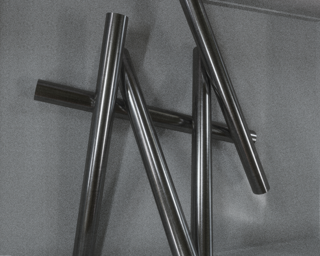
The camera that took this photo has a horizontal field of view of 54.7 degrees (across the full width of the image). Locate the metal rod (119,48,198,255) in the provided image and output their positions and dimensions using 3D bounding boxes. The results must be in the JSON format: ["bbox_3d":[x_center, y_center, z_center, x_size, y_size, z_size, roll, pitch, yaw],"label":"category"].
[{"bbox_3d":[-0.005,0.040,0.347,0.025,0.025,0.299,-13,71,-20],"label":"metal rod"}]

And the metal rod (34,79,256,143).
[{"bbox_3d":[-0.004,-0.014,0.408,0.302,0.025,0.025,12,86,-20],"label":"metal rod"}]

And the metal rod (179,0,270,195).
[{"bbox_3d":[0.087,-0.043,0.407,0.025,0.025,0.299,-29,106,-18],"label":"metal rod"}]

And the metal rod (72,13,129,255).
[{"bbox_3d":[-0.071,0.020,0.363,0.025,0.025,0.298,7,95,-20],"label":"metal rod"}]

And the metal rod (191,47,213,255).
[{"bbox_3d":[0.051,0.031,0.381,0.025,0.025,0.299,11,68,-20],"label":"metal rod"}]
